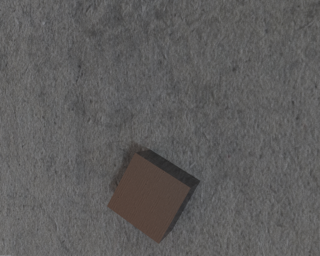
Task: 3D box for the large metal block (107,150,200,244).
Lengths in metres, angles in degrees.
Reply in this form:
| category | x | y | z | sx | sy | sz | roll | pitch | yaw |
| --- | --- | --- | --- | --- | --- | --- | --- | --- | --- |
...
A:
| category | x | y | z | sx | sy | sz | roll | pitch | yaw |
| --- | --- | --- | --- | --- | --- | --- | --- | --- | --- |
| large metal block | -0.007 | 0.084 | 0.399 | 0.080 | 0.050 | 0.080 | 31 | 100 | 17 |
